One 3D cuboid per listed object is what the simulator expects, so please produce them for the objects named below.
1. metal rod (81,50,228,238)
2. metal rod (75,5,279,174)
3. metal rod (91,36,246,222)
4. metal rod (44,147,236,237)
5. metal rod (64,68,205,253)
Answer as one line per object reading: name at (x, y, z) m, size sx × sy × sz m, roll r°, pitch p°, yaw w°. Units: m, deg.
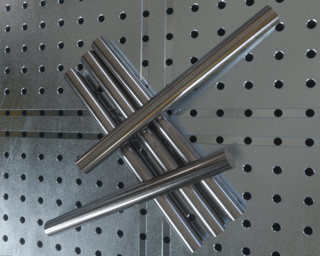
metal rod at (-0.014, 0.013, 0.417) m, size 0.025 × 0.025 × 0.299 m, roll -41°, pitch 78°, yaw 15°
metal rod at (0.016, -0.042, 0.385) m, size 0.300 × 0.025 × 0.025 m, roll -38°, pitch 78°, yaw 7°
metal rod at (0.004, -0.007, 0.410) m, size 0.025 × 0.025 × 0.300 m, roll -42°, pitch 77°, yaw 15°
metal rod at (-0.044, 0.093, 0.405) m, size 0.300 × 0.025 × 0.025 m, roll -26°, pitch 82°, yaw 26°
metal rod at (-0.041, 0.036, 0.426) m, size 0.025 × 0.025 × 0.299 m, roll -41°, pitch 78°, yaw 15°
